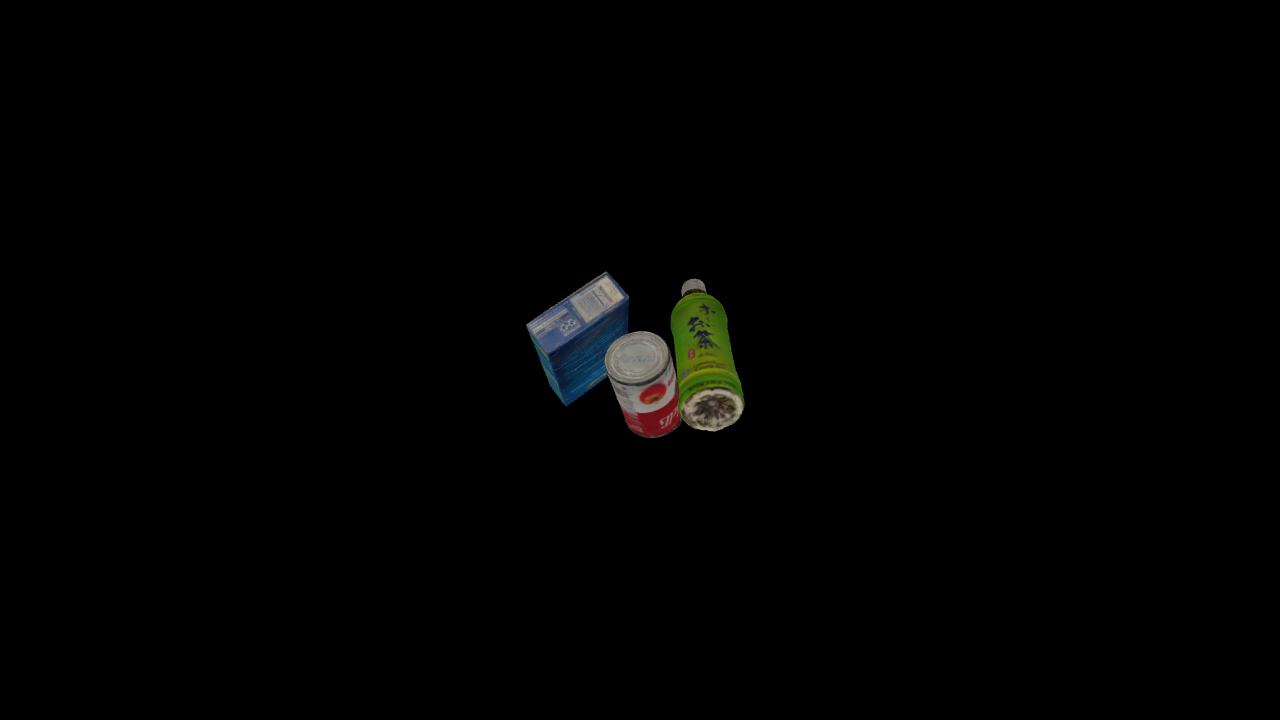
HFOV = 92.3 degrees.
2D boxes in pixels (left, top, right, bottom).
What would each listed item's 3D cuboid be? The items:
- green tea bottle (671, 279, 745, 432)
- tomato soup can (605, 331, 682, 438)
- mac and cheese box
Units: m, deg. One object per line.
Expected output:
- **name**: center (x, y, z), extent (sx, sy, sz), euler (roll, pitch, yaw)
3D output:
- **green tea bottle**: center (0.070, -0.019, 0.705), extent (0.073, 0.073, 0.212), euler (0, 44, -5)
- **tomato soup can**: center (0.006, 0.026, 0.635), extent (0.068, 0.068, 0.101), euler (0, -38, 15)
- **mac and cheese box**: center (-0.057, -0.014, 0.631), extent (0.093, 0.041, 0.184), euler (-37, -13, -13)
